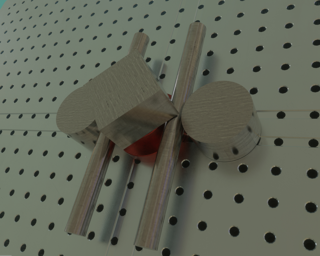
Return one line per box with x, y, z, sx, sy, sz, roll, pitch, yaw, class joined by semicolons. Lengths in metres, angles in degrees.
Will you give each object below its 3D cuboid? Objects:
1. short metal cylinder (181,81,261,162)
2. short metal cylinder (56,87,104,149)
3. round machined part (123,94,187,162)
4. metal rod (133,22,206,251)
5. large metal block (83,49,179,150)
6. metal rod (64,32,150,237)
0.071;-0.008;0.359;0.080;0.050;0.080;-13;56;21;short metal cylinder
-0.104;-0.016;0.456;0.080;0.050;0.080;-13;56;21;short metal cylinder
-0.016;-0.007;0.411;0.098;0.042;0.098;-13;56;21;round machined part
0.019;-0.010;0.377;0.025;0.025;0.300;0;62;28;metal rod
-0.036;-0.035;0.372;0.080;0.050;0.080;-33;51;6;large metal block
-0.063;-0.009;0.420;0.025;0.025;0.300;1;62;28;metal rod
